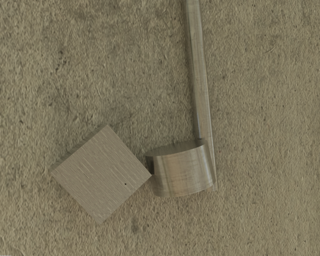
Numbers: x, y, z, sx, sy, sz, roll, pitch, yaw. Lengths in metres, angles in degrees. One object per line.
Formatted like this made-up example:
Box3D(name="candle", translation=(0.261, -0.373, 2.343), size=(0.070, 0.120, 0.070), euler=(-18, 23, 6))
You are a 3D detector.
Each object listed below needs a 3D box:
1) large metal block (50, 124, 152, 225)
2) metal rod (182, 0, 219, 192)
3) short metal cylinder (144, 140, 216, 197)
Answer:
Box3D(name="large metal block", translation=(-0.071, 0.052, 0.369), size=(0.080, 0.050, 0.080), euler=(-42, 104, -15))
Box3D(name="metal rod", translation=(0.054, -0.062, 0.428), size=(0.025, 0.025, 0.298), euler=(-7, 92, -20))
Box3D(name="short metal cylinder", translation=(0.025, 0.049, 0.389), size=(0.081, 0.080, 0.050), euler=(-14, 95, -20))
